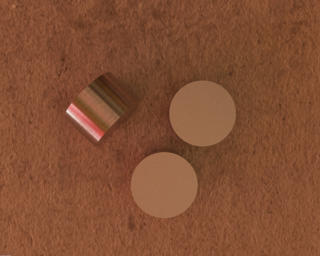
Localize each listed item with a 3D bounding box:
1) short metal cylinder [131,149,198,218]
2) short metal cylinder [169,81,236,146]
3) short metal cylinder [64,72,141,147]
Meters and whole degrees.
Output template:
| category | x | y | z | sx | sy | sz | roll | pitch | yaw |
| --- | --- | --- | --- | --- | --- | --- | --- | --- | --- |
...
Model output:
| category | x | y | z | sx | sy | sz | roll | pitch | yaw |
| --- | --- | --- | --- | --- | --- | --- | --- | --- | --- |
| short metal cylinder | 0.005 | 0.069 | 0.398 | 0.081 | 0.050 | 0.079 | 0 | 90 | -1 |
| short metal cylinder | 0.051 | -0.018 | 0.398 | 0.081 | 0.050 | 0.079 | 0 | 90 | -1 |
| short metal cylinder | -0.069 | -0.022 | 0.382 | 0.050 | 0.080 | 0.080 | 44 | 90 | -1 |
